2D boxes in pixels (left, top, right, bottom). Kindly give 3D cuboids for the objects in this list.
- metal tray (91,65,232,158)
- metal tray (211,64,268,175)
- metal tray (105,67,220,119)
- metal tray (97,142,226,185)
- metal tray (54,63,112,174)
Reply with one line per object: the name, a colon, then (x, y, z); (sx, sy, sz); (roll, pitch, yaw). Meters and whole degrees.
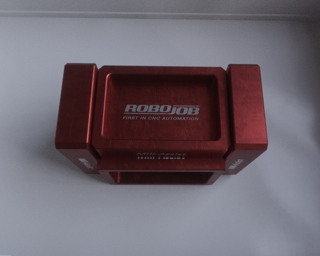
metal tray: (0.002, -0.017, 0.315); (0.131, 0.030, 0.090); (1, 70, 0)
metal tray: (0.083, -0.002, 0.353); (0.030, 0.130, 0.090); (1, 71, 0)
metal tray: (0.002, -0.041, 0.387); (0.131, 0.090, 0.030); (0, 71, 0)
metal tray: (0.001, 0.043, 0.356); (0.131, 0.090, 0.030); (0, 70, 0)
metal tray: (-0.080, -0.003, 0.353); (0.030, 0.130, 0.090); (1, 71, 0)
